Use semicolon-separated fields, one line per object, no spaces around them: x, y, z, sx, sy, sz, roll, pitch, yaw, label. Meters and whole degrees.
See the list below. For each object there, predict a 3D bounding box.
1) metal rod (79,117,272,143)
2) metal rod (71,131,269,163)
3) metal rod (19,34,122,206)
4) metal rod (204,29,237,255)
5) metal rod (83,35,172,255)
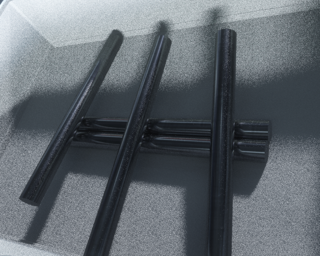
-0.012;-0.001;0.410;0.300;0.025;0.025;2;63;28;metal rod
-0.018;0.020;0.400;0.300;0.025;0.025;2;63;28;metal rod
-0.117;-0.031;0.452;0.025;0.025;0.300;-1;53;27;metal rod
0.064;0.028;0.323;0.025;0.025;0.299;-4;68;26;metal rod
-0.032;0.007;0.383;0.025;0.025;0.300;2;62;28;metal rod
